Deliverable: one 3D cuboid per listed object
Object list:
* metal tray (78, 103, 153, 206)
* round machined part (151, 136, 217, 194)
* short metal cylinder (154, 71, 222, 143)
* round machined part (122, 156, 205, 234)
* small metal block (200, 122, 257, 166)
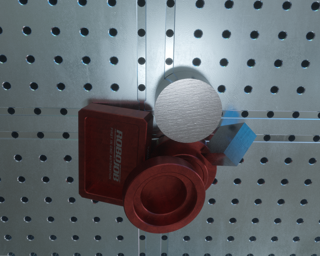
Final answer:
[{"bbox_3d":[-0.060,0.038,0.412,0.090,0.030,0.129,9,110,11],"label":"metal tray"},{"bbox_3d":[0.029,0.058,0.425,0.099,0.042,0.097,0,110,-1],"label":"round machined part"},{"bbox_3d":[0.033,-0.028,0.390,0.081,0.050,0.079,0,110,-1],"label":"short metal cylinder"},{"bbox_3d":[0.003,0.077,0.382,0.099,0.042,0.097,-4,112,-10],"label":"round machined part"},{"bbox_3d":[0.088,0.022,0.399,0.025,0.050,0.050,45,69,-15],"label":"small metal block"}]
